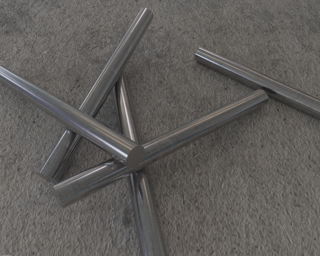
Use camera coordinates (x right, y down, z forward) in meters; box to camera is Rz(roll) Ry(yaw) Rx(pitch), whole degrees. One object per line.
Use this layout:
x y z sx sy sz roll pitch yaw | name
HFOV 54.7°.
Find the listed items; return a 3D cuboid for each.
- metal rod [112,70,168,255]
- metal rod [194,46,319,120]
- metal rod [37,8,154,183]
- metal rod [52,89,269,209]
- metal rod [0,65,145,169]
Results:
-0.036 0.016 0.388 0.025 0.025 0.300 -10 51 -8 | metal rod
0.181 -0.049 0.445 0.300 0.025 0.025 31 57 23 | metal rod
-0.075 -0.063 0.427 0.025 0.025 0.300 17 60 13 | metal rod
0.023 0.012 0.369 0.302 0.025 0.025 -24 54 -28 | metal rod
-0.134 -0.028 0.388 0.300 0.025 0.025 27 54 35 | metal rod
